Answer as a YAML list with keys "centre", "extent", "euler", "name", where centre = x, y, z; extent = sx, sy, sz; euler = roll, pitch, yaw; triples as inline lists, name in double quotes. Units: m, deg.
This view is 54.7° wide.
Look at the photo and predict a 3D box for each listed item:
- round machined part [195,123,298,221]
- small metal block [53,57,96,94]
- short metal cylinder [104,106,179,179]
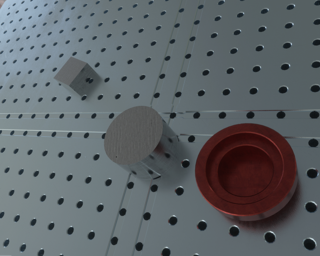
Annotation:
- centre: [0.090, 0.047, 0.321]
  extent: [0.098, 0.042, 0.098]
  euler: [-13, 56, 21]
  name: "round machined part"
- centre: [-0.150, -0.093, 0.545]
  extent: [0.050, 0.025, 0.050]
  euler: [26, 76, 37]
  name: "small metal block"
- centre: [-0.023, 0.019, 0.393]
  extent: [0.080, 0.050, 0.080]
  euler: [-13, 56, 21]
  name: "short metal cylinder"
